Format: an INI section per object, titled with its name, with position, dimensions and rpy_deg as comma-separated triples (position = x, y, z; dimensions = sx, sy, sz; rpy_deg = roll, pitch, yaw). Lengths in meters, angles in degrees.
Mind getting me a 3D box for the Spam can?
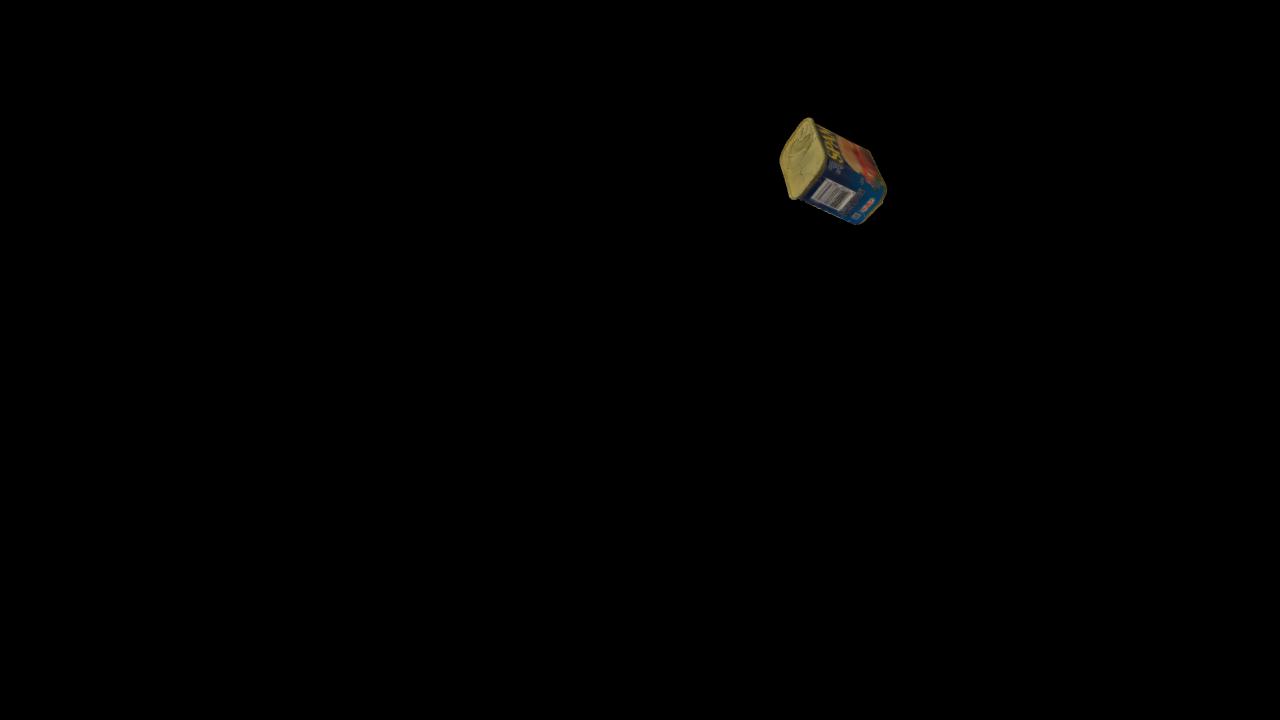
[Spam can]
position = 0.204, -0.199, 0.655
dimensions = 0.085, 0.101, 0.058
rpy_deg = 18, -44, -19
